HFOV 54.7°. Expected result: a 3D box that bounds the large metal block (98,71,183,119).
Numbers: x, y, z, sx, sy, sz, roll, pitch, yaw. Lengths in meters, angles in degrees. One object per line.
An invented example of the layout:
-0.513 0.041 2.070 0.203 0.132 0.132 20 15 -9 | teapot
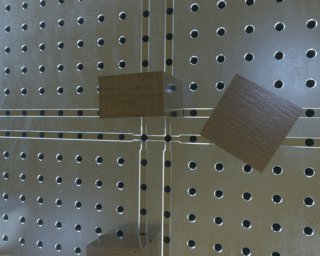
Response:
-0.021 -0.037 0.390 0.080 0.080 0.050 -2 90 19 | large metal block

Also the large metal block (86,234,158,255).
-0.047 0.191 0.415 0.080 0.050 0.080 -5 88 19 | large metal block

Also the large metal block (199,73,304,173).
0.106 -0.006 0.362 0.080 0.050 0.080 33 100 16 | large metal block
